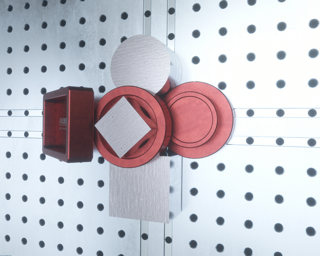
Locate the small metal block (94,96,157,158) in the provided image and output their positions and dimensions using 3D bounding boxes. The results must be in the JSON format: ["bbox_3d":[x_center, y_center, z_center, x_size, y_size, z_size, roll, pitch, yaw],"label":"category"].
[{"bbox_3d":[-0.039,-0.001,0.360,0.050,0.025,0.050,-43,77,15],"label":"small metal block"}]

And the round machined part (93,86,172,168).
[{"bbox_3d":[-0.032,-0.001,0.384,0.098,0.042,0.097,0,90,20],"label":"round machined part"}]

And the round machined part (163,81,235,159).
[{"bbox_3d":[0.042,-0.010,0.387,0.098,0.042,0.097,0,90,20],"label":"round machined part"}]

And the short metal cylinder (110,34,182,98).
[{"bbox_3d":[-0.017,-0.075,0.405,0.080,0.050,0.080,0,90,20],"label":"short metal cylinder"}]

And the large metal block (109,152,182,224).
[{"bbox_3d":[-0.018,0.073,0.402,0.080,0.050,0.080,1,90,20],"label":"large metal block"}]

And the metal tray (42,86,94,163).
[{"bbox_3d":[-0.127,-0.005,0.416,0.130,0.030,0.089,2,91,57],"label":"metal tray"}]
